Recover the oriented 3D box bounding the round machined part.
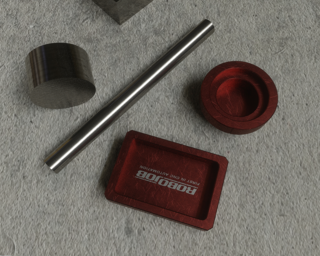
[{"bbox_3d":[0.101,-0.037,0.414,0.099,0.042,0.098,0,70,-1],"label":"round machined part"}]

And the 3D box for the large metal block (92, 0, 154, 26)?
[{"bbox_3d":[-0.060,-0.220,0.474,0.080,0.050,0.080,-43,76,-14],"label":"large metal block"}]

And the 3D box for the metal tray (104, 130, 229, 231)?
[{"bbox_3d":[0.009,0.064,0.382,0.131,0.030,0.090,16,71,5],"label":"metal tray"}]

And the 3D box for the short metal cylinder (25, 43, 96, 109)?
[{"bbox_3d":[-0.128,-0.065,0.401,0.081,0.080,0.050,-14,71,-5],"label":"short metal cylinder"}]

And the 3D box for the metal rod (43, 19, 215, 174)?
[{"bbox_3d":[-0.033,-0.052,0.426,0.025,0.025,0.301,43,75,13],"label":"metal rod"}]
